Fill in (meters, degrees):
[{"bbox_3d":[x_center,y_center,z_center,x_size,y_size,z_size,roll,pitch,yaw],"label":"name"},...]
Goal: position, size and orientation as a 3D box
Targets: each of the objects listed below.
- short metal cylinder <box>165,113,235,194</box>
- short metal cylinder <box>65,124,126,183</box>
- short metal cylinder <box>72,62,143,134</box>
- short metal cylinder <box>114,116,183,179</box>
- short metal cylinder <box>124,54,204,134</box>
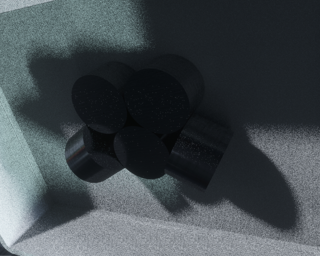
[{"bbox_3d":[0.047,0.029,0.364,0.050,0.080,0.079,26,128,12],"label":"short metal cylinder"},{"bbox_3d":[-0.084,0.031,0.435,0.050,0.080,0.080,-34,99,38],"label":"short metal cylinder"},{"bbox_3d":[-0.065,-0.039,0.401,0.080,0.050,0.079,13,124,21],"label":"short metal cylinder"},{"bbox_3d":[-0.013,0.021,0.410,0.080,0.050,0.079,13,124,21],"label":"short metal cylinder"},{"bbox_3d":[0.006,-0.040,0.363,0.080,0.050,0.079,13,124,21],"label":"short metal cylinder"}]
